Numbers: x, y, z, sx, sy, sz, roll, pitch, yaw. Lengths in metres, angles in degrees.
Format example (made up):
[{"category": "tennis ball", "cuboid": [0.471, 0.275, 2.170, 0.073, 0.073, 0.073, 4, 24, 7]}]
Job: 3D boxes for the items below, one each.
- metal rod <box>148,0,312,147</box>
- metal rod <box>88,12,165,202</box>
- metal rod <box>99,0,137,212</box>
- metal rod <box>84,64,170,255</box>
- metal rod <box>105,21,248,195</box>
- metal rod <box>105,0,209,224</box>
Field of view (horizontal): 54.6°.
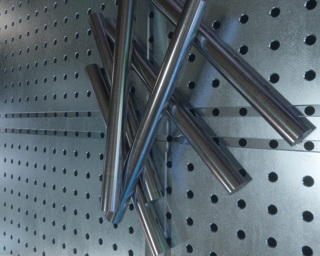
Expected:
[{"category": "metal rod", "cuboid": [0.055, -0.098, 0.364, 0.025, 0.025, 0.300, -52, 60, 27]}, {"category": "metal rod", "cuboid": [-0.054, -0.040, 0.455, 0.025, 0.025, 0.299, -31, 71, 36]}, {"category": "metal rod", "cuboid": [-0.053, -0.045, 0.408, 0.025, 0.025, 0.299, -4, 79, 40]}, {"category": "metal rod", "cuboid": [-0.054, 0.034, 0.455, 0.025, 0.025, 0.299, -36, 68, 34]}, {"category": "metal rod", "cuboid": [0.006, -0.043, 0.404, 0.025, 0.025, 0.300, -51, 60, 28]}, {"category": "metal rod", "cuboid": [-0.011, -0.008, 0.385, 0.025, 0.025, 0.298, 34, 111, 35]}]
